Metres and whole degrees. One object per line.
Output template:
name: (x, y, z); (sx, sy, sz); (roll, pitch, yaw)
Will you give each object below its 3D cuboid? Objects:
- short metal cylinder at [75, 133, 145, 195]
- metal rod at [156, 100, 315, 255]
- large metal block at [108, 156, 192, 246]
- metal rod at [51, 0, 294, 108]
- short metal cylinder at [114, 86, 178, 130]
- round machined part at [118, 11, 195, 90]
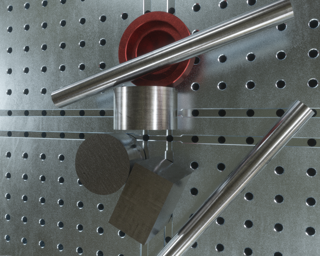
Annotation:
short metal cylinder: (-0.067, 0.047, 0.423); (0.080, 0.050, 0.080); (0, 90, 20)
metal rod: (0.075, 0.090, 0.385); (0.025, 0.025, 0.299); (42, 103, 15)
large metal block: (-0.009, 0.085, 0.386); (0.050, 0.080, 0.080); (27, 99, 18)
metal rod: (-0.001, -0.081, 0.368); (0.300, 0.025, 0.025); (-18, 84, 19)
short metal cylinder: (-0.018, -0.023, 0.390); (0.080, 0.080, 0.050); (0, 90, 20)
round machined part: (-0.001, -0.097, 0.404); (0.098, 0.042, 0.097); (0, 90, 20)
